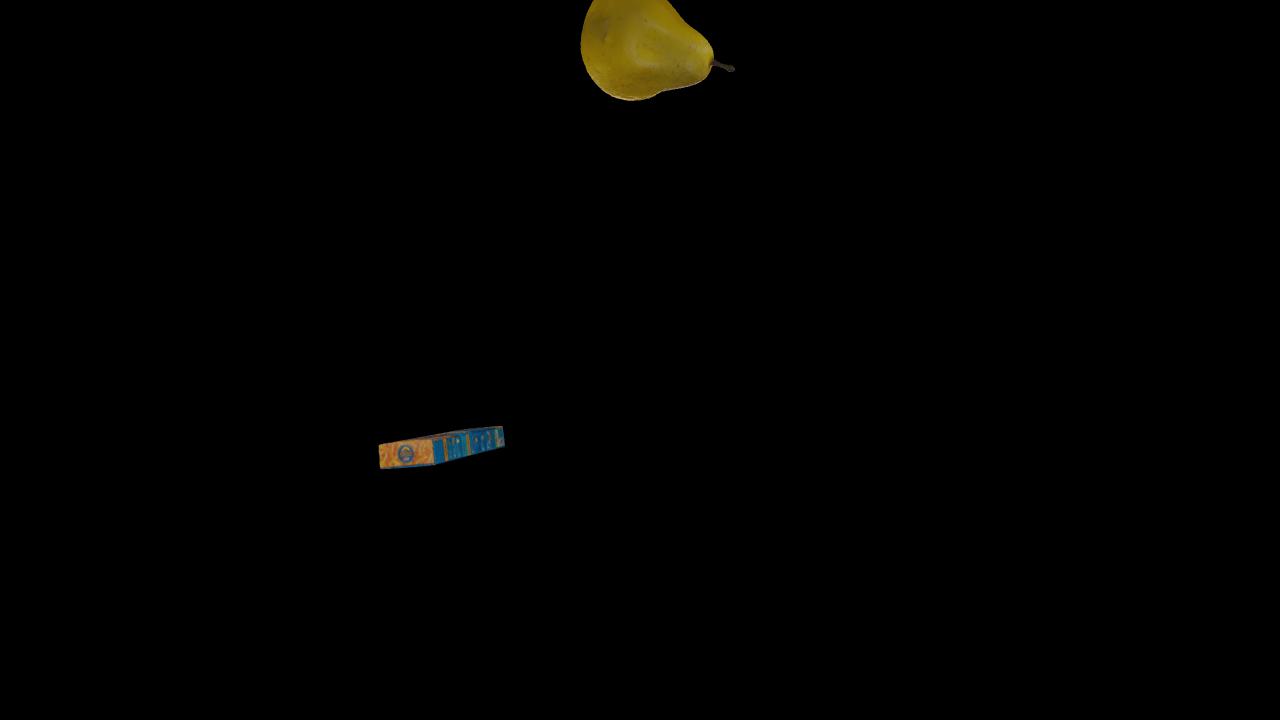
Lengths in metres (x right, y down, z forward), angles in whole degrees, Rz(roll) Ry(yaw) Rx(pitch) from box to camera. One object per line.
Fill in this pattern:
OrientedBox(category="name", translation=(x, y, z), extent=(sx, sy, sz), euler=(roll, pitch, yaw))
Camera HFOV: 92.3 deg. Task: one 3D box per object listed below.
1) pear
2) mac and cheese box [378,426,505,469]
OrientedBox(category="pear", translation=(0.016, -0.222, 0.442), extent=(0.111, 0.080, 0.080), euler=(19, 1, 3))
OrientedBox(category="mac and cheese box", translation=(-0.292, 0.130, 0.929), extent=(0.093, 0.041, 0.184), euler=(-6, -2, 17))
